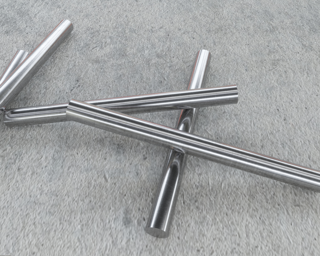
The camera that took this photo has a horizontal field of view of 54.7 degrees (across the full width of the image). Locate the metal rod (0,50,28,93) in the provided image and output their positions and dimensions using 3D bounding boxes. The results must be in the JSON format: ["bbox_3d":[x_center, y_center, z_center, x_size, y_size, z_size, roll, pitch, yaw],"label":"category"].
[{"bbox_3d":[-0.232,-0.001,0.402,0.025,0.025,0.300,4,50,3],"label":"metal rod"}]

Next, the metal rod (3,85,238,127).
[{"bbox_3d":[-0.052,-0.028,0.405,0.302,0.025,0.025,-6,50,3],"label":"metal rod"}]

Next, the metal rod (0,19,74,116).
[{"bbox_3d":[-0.198,-0.080,0.451,0.025,0.025,0.300,9,45,7],"label":"metal rod"}]

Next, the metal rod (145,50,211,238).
[{"bbox_3d":[0.034,-0.005,0.407,0.025,0.025,0.300,11,51,9],"label":"metal rod"}]

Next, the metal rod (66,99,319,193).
[{"bbox_3d":[0.041,0.020,0.356,0.302,0.025,0.025,16,51,1],"label":"metal rod"}]
